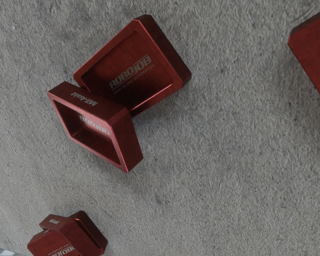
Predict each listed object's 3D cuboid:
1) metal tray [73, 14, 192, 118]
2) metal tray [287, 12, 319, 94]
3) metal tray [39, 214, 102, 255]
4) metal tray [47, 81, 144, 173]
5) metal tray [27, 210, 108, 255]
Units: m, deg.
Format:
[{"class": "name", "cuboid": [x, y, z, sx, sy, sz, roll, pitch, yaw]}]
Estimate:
[{"class": "metal tray", "cuboid": [-0.038, -0.064, 0.383, 0.130, 0.030, 0.090, -28, 103, 37]}, {"class": "metal tray", "cuboid": [0.187, -0.053, 0.272, 0.090, 0.030, 0.130, -30, 102, 38]}, {"class": "metal tray", "cuboid": [-0.178, 0.214, 0.603, 0.130, 0.030, 0.090, -14, 115, 52]}, {"class": "metal tray", "cuboid": [-0.086, -0.003, 0.410, 0.130, 0.030, 0.090, 24, 143, 35]}, {"class": "metal tray", "cuboid": [-0.181, 0.229, 0.608, 0.130, 0.030, 0.090, -30, 103, 13]}]
